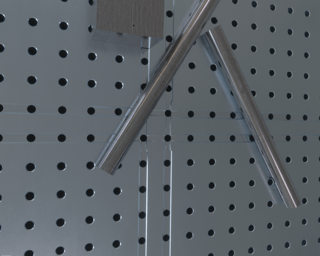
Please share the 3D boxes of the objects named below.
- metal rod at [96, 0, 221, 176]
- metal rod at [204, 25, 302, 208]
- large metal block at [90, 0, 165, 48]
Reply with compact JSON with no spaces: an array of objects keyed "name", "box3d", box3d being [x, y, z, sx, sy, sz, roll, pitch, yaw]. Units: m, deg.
[{"name":"metal rod","box3d":[0.006,-0.073,0.415,0.025,0.025,0.300,34,79,-17]},{"name":"metal rod","box3d":[0.143,-0.010,0.465,0.025,0.025,0.299,-31,100,-17]},{"name":"large metal block","box3d":[-0.041,-0.149,0.384,0.081,0.050,0.079,2,90,-20]}]
